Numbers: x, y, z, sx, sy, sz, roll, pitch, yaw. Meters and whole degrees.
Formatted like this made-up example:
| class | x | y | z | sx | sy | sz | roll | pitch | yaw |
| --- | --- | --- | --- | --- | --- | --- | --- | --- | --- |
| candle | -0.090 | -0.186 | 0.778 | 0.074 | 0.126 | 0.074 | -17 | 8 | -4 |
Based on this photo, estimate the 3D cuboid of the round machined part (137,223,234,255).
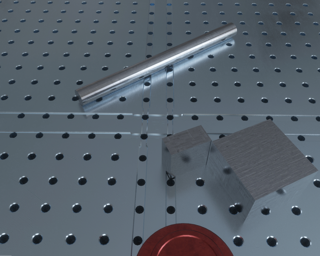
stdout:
| class | x | y | z | sx | sy | sz | roll | pitch | yaw |
| --- | --- | --- | --- | --- | --- | --- | --- | --- | --- |
| round machined part | 0.024 | 0.134 | 0.284 | 0.099 | 0.042 | 0.098 | 0 | 50 | 0 |

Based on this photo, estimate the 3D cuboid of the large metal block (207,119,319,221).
| class | x | y | z | sx | sy | sz | roll | pitch | yaw |
| --- | --- | --- | --- | --- | --- | --- | --- | --- | --- |
| large metal block | 0.112 | 0.046 | 0.354 | 0.081 | 0.050 | 0.080 | -20 | 53 | -16 |

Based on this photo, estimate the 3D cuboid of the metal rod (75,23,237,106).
| class | x | y | z | sx | sy | sz | roll | pitch | yaw |
| --- | --- | --- | --- | --- | --- | --- | --- | --- | --- |
| metal rod | 0.007 | -0.110 | 0.499 | 0.302 | 0.025 | 0.025 | -29 | 56 | -22 |

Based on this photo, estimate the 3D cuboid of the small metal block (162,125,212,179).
| class | x | y | z | sx | sy | sz | roll | pitch | yaw |
| --- | --- | --- | --- | --- | --- | --- | --- | --- | --- |
| small metal block | 0.030 | 0.029 | 0.367 | 0.050 | 0.050 | 0.025 | -19 | 53 | -15 |
